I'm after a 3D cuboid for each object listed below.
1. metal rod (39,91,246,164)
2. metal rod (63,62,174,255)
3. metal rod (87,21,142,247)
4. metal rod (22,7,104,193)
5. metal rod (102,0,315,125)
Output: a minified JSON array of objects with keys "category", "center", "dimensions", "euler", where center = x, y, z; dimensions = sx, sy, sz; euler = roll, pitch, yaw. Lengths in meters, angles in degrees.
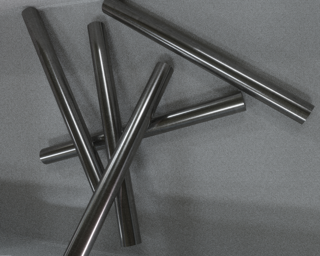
[{"category":"metal rod","center":[-0.036,0.005,0.422],"dimensions":[0.301,0.025,0.025],"euler":[-15,85,19]},{"category":"metal rod","center":[-0.052,0.051,0.364],"dimensions":[0.025,0.025,0.300],"euler":[18,71,19]},{"category":"metal rod","center":[-0.063,-0.003,0.405],"dimensions":[0.025,0.025,0.299],"euler":[-16,75,19]},{"category":"metal rod","center":[-0.138,-0.049,0.439],"dimensions":[0.025,0.025,0.299],"euler":[-31,73,17]},{"category":"metal rod","center":[0.048,-0.094,0.393],"dimensions":[0.300,0.025,0.025],"euler":[33,101,16]}]
